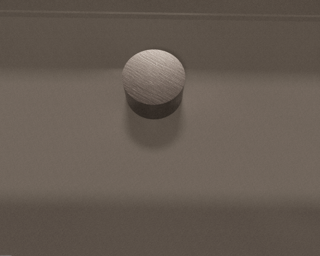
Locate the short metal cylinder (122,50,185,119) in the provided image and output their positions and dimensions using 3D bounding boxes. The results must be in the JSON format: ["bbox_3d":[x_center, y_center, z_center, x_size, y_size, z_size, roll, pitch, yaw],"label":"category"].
[{"bbox_3d":[-0.008,-0.058,0.417,0.081,0.050,0.080,0,70,0],"label":"short metal cylinder"}]
